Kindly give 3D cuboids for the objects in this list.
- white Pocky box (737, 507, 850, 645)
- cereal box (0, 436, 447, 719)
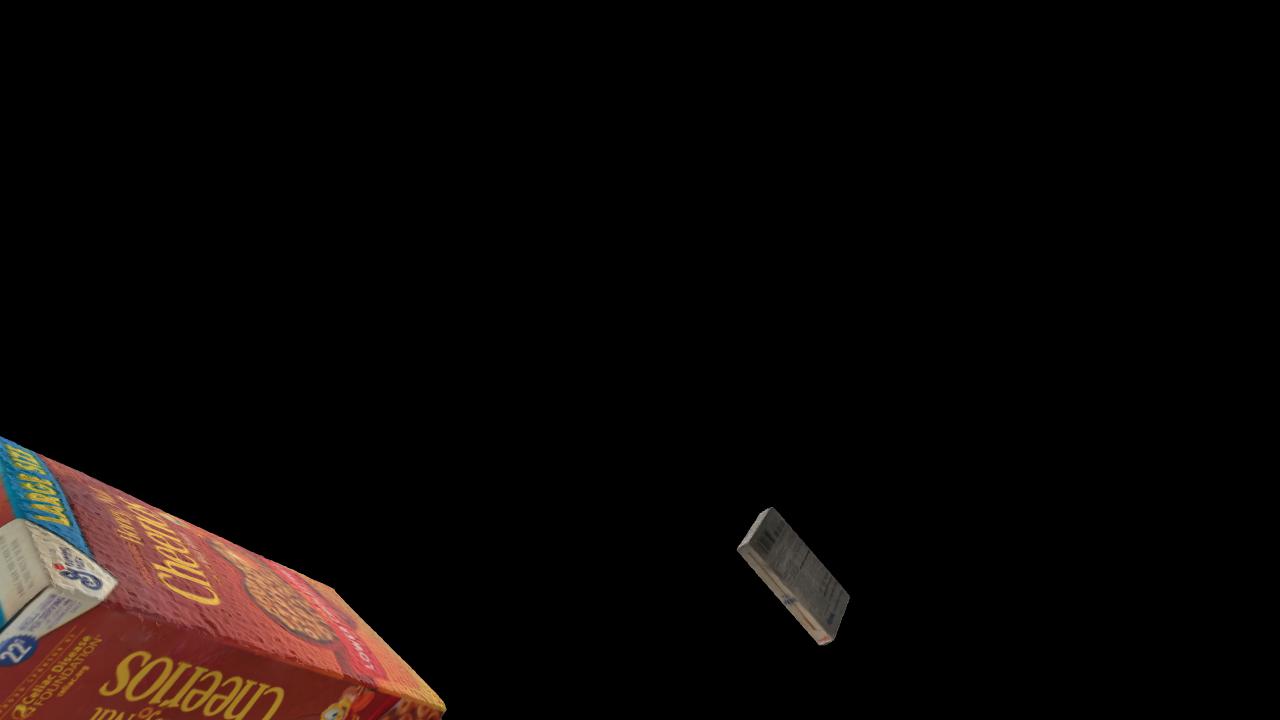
[{"bbox_3d":[0.196,0.270,0.778,0.028,0.154,0.084,-45,-6,39],"label":"white Pocky box"},{"bbox_3d":[-0.295,0.183,0.419,0.203,0.081,0.306,19,-27,37],"label":"cereal box"}]
